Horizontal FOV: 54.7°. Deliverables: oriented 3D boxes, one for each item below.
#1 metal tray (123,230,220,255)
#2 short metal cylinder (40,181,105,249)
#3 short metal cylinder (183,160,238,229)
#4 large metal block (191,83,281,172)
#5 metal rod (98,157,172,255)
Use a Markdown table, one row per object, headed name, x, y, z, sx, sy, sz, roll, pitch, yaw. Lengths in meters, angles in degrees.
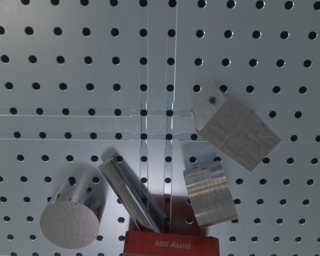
| name | x | y | z | sx | sy | sz | roll | pitch | yaw |
| --- | --- | --- | --- | --- | --- | --- | --- | --- | --- |
| metal tray | 0.013 | 0.185 | 0.455 | 0.131 | 0.030 | 0.089 | 5 | 143 | -2 |
| short metal cylinder | -0.123 | 0.124 | 0.445 | 0.081 | 0.050 | 0.079 | 0 | 110 | 0 |
| short metal cylinder | 0.068 | 0.089 | 0.417 | 0.050 | 0.080 | 0.080 | -18 | 109 | 6 |
| large metal block | 0.089 | -0.004 | 0.383 | 0.080 | 0.080 | 0.050 | 35 | 106 | -12 |
| metal rod | 0.001 | 0.174 | 0.453 | 0.025 | 0.025 | 0.299 | -30 | 99 | 10 |
